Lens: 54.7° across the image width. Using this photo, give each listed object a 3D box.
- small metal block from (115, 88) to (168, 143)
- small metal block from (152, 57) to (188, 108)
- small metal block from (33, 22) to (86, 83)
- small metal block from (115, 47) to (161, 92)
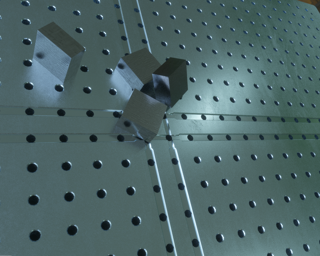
[{"bbox_3d":[-0.024,-0.017,0.407,0.050,0.025,0.050,28,52,-11],"label":"small metal block"},{"bbox_3d":[0.016,-0.065,0.439,0.025,0.050,0.050,16,45,27],"label":"small metal block"},{"bbox_3d":[-0.125,-0.092,0.382,0.050,0.050,0.025,40,51,-1],"label":"small metal block"},{"bbox_3d":[-0.026,-0.083,0.446,0.050,0.025,0.050,-34,81,-38],"label":"small metal block"}]
